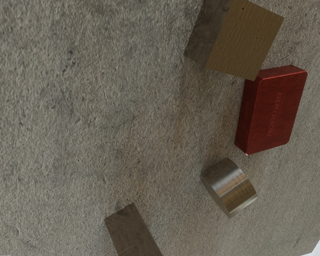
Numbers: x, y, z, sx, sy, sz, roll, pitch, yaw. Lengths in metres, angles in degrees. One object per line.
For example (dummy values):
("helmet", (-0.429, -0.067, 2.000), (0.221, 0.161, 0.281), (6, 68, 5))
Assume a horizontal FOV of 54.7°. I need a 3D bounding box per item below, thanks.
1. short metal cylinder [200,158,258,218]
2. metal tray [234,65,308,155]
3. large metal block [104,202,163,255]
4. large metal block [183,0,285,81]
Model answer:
("short metal cylinder", (0.106, 0.093, 0.487), (0.050, 0.080, 0.080), (-34, 129, -6))
("metal tray", (0.169, -0.027, 0.480), (0.091, 0.030, 0.129), (-13, 124, -22))
("large metal block", (-0.034, 0.173, 0.460), (0.050, 0.080, 0.080), (-29, 128, -10))
("large metal block", (0.087, -0.109, 0.371), (0.081, 0.050, 0.079), (7, 115, -32))
